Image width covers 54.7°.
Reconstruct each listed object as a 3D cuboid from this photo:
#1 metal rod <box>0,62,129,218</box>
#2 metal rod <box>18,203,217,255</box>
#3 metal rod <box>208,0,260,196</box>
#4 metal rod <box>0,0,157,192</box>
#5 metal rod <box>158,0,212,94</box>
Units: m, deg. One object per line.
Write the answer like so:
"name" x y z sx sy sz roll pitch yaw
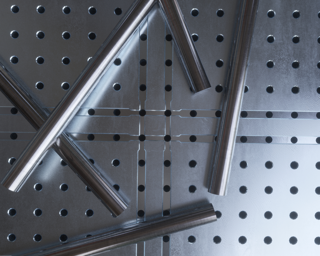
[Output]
"metal rod" -0.151 -0.001 0.411 0.025 0.025 0.300 -42 91 0
"metal rod" -0.073 0.152 0.412 0.302 0.025 0.025 -15 90 -1
"metal rod" 0.101 -0.060 0.414 0.025 0.025 0.298 10 90 -1
"metal rod" -0.098 -0.052 0.394 0.025 0.025 0.300 34 83 -1
"metal rod" 0.003 -0.189 0.413 0.025 0.025 0.299 -21 90 0
